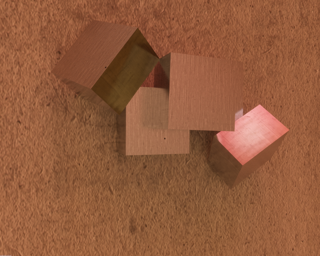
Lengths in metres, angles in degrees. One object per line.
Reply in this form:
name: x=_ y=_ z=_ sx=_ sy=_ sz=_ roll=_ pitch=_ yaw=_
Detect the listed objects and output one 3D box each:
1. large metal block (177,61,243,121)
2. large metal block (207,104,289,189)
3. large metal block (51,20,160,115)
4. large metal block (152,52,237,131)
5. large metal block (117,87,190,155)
large metal block: x=0.065 y=-0.049 z=0.423 sx=0.081 sy=0.050 sz=0.079 roll=0 pitch=90 yaw=-21
large metal block: x=0.115 y=0.027 z=0.418 sx=0.080 sy=0.080 sz=0.050 roll=-33 pitch=63 yaw=-17
large metal block: x=-0.062 y=-0.071 z=0.351 sx=0.080 sy=0.080 sz=0.050 roll=-56 pitch=140 yaw=-12
large metal block: x=0.039 y=-0.037 z=0.357 sx=0.081 sy=0.050 sz=0.079 roll=2 pitch=89 yaw=-20
large metal block: x=-0.010 y=-0.008 z=0.392 sx=0.081 sy=0.050 sz=0.079 roll=0 pitch=90 yaw=-21
